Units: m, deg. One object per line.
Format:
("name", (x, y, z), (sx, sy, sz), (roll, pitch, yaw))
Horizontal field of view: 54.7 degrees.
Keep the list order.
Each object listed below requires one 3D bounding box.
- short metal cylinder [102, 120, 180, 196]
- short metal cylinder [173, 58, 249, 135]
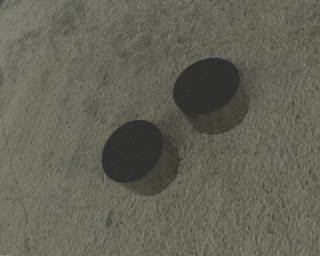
("short metal cylinder", (-0.023, 0.037, 0.377), (0.080, 0.050, 0.080), (-13, 56, 21))
("short metal cylinder", (0.063, -0.038, 0.378), (0.080, 0.050, 0.080), (-13, 56, 21))
